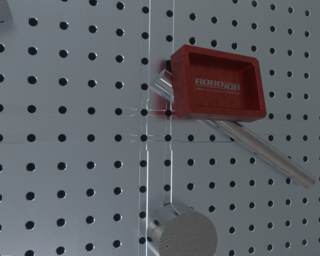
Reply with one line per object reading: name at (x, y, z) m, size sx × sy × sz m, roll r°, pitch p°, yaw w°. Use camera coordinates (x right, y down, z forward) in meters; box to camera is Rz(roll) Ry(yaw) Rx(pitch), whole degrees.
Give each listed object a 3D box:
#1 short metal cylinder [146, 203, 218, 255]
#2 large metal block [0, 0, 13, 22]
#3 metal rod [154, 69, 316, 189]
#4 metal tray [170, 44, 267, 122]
short metal cylinder at (0.028, 0.145, 0.410) m, size 0.081 × 0.050 × 0.079 m, roll 0°, pitch 90°, yaw -20°
large metal block at (-0.214, -0.147, 0.320) m, size 0.081 × 0.050 × 0.080 m, roll -27°, pitch 99°, yaw -18°
metal rod at (0.120, 0.009, 0.456) m, size 0.301 × 0.025 × 0.025 m, roll 33°, pitch 79°, yaw -17°
metal tray at (0.081, -0.057, 0.419) m, size 0.131 × 0.030 × 0.090 m, roll 2°, pitch 76°, yaw -28°
